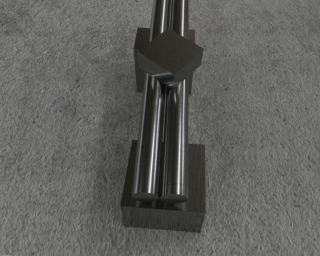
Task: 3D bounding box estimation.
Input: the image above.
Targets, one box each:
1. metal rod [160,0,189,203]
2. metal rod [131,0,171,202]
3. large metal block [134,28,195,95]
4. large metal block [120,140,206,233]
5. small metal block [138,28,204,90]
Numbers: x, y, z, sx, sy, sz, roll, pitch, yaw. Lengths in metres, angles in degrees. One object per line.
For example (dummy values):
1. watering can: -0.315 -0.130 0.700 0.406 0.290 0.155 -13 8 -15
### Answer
1. metal rod: 0.021 -0.061 0.362 0.025 0.025 0.300 3 57 2
2. metal rod: -0.005 -0.062 0.362 0.025 0.025 0.300 3 57 2
3. large metal block: 0.007 -0.095 0.449 0.080 0.080 0.050 3 50 2
4. large metal block: 0.006 0.062 0.336 0.080 0.050 0.080 4 50 3
5. small metal block: 0.012 -0.077 0.343 0.050 0.025 0.050 37 64 20
